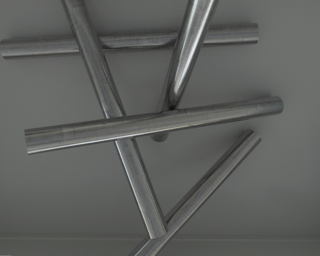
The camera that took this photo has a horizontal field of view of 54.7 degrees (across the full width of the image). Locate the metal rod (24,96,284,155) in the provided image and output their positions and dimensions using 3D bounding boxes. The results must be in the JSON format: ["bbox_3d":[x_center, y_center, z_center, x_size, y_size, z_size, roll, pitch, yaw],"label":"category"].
[{"bbox_3d":[0.013,-0.008,0.349,0.303,0.025,0.025,-9,112,-21],"label":"metal rod"}]

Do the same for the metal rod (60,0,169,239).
[{"bbox_3d":[-0.052,-0.017,0.353,0.025,0.025,0.299,-19,94,7],"label":"metal rod"}]

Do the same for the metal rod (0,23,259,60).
[{"bbox_3d":[-0.036,-0.104,0.372,0.302,0.025,0.025,-3,110,1],"label":"metal rod"}]

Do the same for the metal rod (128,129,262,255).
[{"bbox_3d":[0.021,0.113,0.388,0.301,0.025,0.025,-44,106,-11],"label":"metal rod"}]

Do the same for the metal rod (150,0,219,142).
[{"bbox_3d":[0.027,-0.078,0.299,0.025,0.025,0.298,12,142,-5],"label":"metal rod"}]
